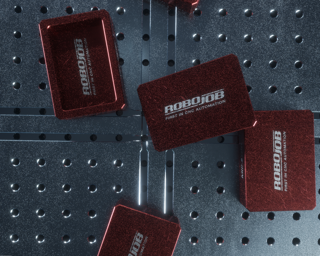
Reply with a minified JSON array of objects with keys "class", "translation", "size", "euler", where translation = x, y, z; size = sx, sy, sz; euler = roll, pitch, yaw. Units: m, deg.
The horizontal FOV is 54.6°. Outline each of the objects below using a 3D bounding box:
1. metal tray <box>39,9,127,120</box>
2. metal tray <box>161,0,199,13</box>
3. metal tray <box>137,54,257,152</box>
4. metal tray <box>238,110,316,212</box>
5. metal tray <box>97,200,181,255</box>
[{"class":"metal tray","translation":[-0.100,-0.081,0.410],"size":[0.090,0.030,0.129],"euler":[-10,90,0]},{"class":"metal tray","translation":[0.004,-0.223,0.411],"size":[0.130,0.030,0.090],"euler":[24,90,0]},{"class":"metal tray","translation":[0.046,-0.030,0.394],"size":[0.130,0.030,0.090],"euler":[-17,90,15]},{"class":"metal tray","translation":[0.154,0.042,0.412],"size":[0.090,0.030,0.129],"euler":[-2,90,0]},{"class":"metal tray","translation":[-0.035,0.172,0.411],"size":[0.090,0.030,0.129],"euler":[19,90,0]}]
